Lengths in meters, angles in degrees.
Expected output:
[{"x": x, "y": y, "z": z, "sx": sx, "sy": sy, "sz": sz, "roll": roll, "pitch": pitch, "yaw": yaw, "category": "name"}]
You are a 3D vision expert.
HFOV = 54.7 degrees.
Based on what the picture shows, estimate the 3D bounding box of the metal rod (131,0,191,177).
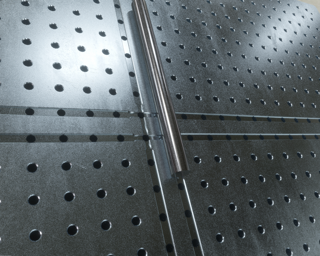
[{"x": -0.005, "y": -0.074, "z": 0.452, "sx": 0.025, "sy": 0.025, "sz": 0.299, "roll": 1, "pitch": 61, "yaw": -28, "category": "metal rod"}]
